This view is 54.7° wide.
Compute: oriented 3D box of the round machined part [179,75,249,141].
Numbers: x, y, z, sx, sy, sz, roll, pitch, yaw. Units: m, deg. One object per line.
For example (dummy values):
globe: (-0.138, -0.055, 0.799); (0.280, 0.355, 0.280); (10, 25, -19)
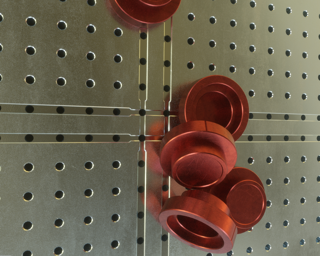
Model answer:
round machined part: (0.071, -0.022, 0.431); (0.099, 0.042, 0.097); (0, 90, -21)

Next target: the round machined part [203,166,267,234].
round machined part: (0.113, 0.105, 0.447); (0.099, 0.042, 0.097); (0, 90, -21)

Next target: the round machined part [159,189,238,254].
round machined part: (0.052, 0.116, 0.400); (0.098, 0.098, 0.042); (43, 52, -16)

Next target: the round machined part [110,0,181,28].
round machined part: (-0.016, -0.184, 0.398); (0.099, 0.042, 0.097); (0, 90, -20)

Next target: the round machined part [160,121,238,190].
round machined part: (0.049, 0.041, 0.394); (0.099, 0.042, 0.097); (0, 130, 1)
